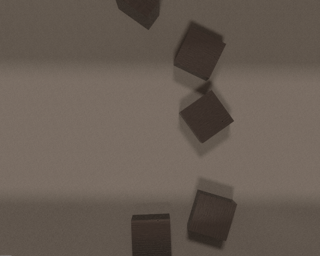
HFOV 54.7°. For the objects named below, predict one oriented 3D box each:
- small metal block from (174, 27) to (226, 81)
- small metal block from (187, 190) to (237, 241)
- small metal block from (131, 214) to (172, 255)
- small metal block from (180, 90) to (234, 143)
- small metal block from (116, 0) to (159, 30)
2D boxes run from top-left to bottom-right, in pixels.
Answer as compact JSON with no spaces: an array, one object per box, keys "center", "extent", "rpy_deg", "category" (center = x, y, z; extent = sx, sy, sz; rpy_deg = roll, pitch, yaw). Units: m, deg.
[{"center":[0.052,-0.097,0.412],"extent":[0.050,0.025,0.050],"rpy_deg":[26,90,-1],"category":"small metal block"},{"center":[0.069,0.115,0.412],"extent":[0.050,0.025,0.050],"rpy_deg":[17,90,-1],"category":"small metal block"},{"center":[-0.011,0.143,0.411],"extent":[0.050,0.025,0.050],"rpy_deg":[-2,90,-1],"category":"small metal block"},{"center":[0.061,-0.015,0.412],"extent":[0.050,0.025,0.050],"rpy_deg":[-36,90,0],"category":"small metal block"},{"center":[-0.029,-0.158,0.398],"extent":[0.050,0.050,0.025],"rpy_deg":[35,90,-1],"category":"small metal block"}]
